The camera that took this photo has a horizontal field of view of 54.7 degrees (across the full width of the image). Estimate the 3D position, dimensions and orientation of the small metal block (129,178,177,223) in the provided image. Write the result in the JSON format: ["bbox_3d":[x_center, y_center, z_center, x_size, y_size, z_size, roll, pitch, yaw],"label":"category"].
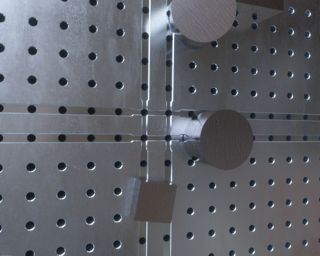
[{"bbox_3d":[-0.009,0.096,0.409,0.050,0.025,0.050,11,86,-20],"label":"small metal block"}]

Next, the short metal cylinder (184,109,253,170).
[{"bbox_3d":[0.080,0.015,0.429,0.081,0.050,0.080,0,90,-20],"label":"short metal cylinder"}]

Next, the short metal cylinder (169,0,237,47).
[{"bbox_3d":[0.054,-0.150,0.406,0.081,0.050,0.079,0,98,-2],"label":"short metal cylinder"}]

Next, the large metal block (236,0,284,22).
[{"bbox_3d":[0.129,-0.206,0.446,0.081,0.050,0.080,2,90,-20],"label":"large metal block"}]
